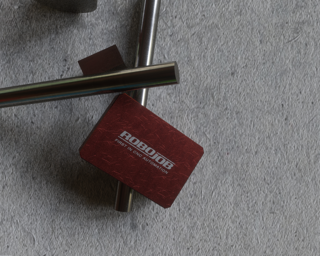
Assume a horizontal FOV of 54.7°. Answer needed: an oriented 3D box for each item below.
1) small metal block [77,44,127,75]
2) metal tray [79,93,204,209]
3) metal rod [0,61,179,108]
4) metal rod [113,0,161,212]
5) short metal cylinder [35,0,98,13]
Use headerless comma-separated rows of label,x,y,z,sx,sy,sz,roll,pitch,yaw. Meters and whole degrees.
small metal block,-0.071,-0.079,0.397,0.050,0.050,0.025,-24,90,0
metal tray,-0.021,0.029,0.385,0.130,0.030,0.090,35,82,-15
metal rod,-0.127,-0.045,0.371,0.301,0.025,0.025,-6,90,14
metal rod,-0.029,-0.040,0.409,0.025,0.025,0.298,8,90,0
short metal cylinder,-0.116,-0.181,0.381,0.080,0.080,0.050,6,90,0
